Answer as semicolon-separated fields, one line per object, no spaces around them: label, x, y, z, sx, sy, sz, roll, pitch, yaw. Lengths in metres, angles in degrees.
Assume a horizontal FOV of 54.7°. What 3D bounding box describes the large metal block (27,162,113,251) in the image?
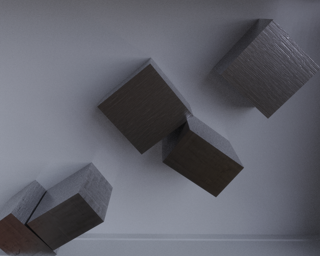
large metal block;-0.117;0.103;0.418;0.080;0.080;0.050;-32;107;11

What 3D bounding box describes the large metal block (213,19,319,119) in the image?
large metal block;0.125;-0.072;0.373;0.080;0.050;0.080;39;105;-14

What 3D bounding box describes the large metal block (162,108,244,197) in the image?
large metal block;0.050;0.029;0.393;0.080;0.080;0.050;35;106;-13

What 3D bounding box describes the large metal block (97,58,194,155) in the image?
large metal block;-0.017;-0.028;0.387;0.080;0.050;0.080;-37;106;12

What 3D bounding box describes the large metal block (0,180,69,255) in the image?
large metal block;-0.177;0.133;0.428;0.050;0.080;0.080;-35;107;12
